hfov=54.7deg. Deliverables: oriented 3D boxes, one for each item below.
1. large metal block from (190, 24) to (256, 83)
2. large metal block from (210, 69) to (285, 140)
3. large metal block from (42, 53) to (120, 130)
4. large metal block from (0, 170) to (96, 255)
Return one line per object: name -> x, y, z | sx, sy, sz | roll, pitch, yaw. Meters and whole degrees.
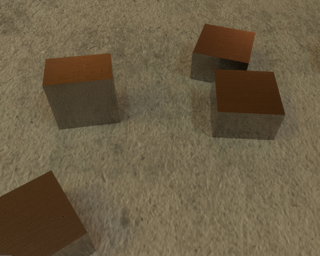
large metal block -> 0.098, -0.113, 0.483 | 0.080, 0.050, 0.080 | 14, 51, 11
large metal block -> 0.112, -0.032, 0.415 | 0.080, 0.050, 0.080 | 3, 50, 2
large metal block -> -0.099, -0.047, 0.405 | 0.081, 0.080, 0.050 | -7, 51, -6
large metal block -> -0.121, 0.102, 0.300 | 0.081, 0.050, 0.080 | -29, 56, -22
